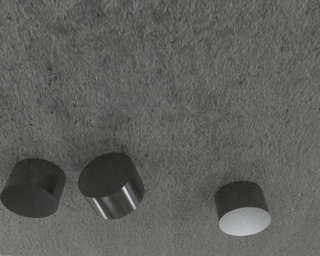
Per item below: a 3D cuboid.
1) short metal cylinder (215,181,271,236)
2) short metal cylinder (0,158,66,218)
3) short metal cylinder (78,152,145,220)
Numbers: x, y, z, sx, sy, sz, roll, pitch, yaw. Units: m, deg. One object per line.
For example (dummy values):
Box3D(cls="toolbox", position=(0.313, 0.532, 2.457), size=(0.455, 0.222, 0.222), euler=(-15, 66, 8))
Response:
Box3D(cls="short metal cylinder", position=(0.133, 0.131, 0.504), size=(0.081, 0.050, 0.079), euler=(0, 130, 0))
Box3D(cls="short metal cylinder", position=(-0.188, 0.091, 0.467), size=(0.081, 0.050, 0.079), euler=(0, 130, 0))
Box3D(cls="short metal cylinder", position=(-0.068, 0.081, 0.439), size=(0.080, 0.080, 0.050), euler=(-11, 129, 9))
